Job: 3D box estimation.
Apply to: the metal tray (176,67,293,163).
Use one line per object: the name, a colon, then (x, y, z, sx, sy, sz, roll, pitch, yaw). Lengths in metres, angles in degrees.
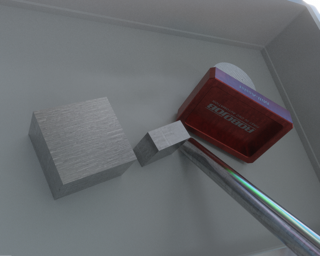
metal tray: (0.100, -0.013, 0.424, 0.131, 0.089, 0.030, 28, 38, -11)

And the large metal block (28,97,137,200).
large metal block: (-0.084, 0.020, 0.333, 0.081, 0.050, 0.080, -17, 71, -35)

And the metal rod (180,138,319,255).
metal rod: (0.101, 0.079, 0.293, 0.025, 0.025, 0.300, 2, 20, -28)

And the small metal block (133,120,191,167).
small metal block: (0.001, 0.019, 0.380, 0.050, 0.050, 0.025, -20, 73, -36)

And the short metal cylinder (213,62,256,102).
short metal cylinder: (0.100, -0.054, 0.479, 0.081, 0.050, 0.080, 14, 56, -21)
